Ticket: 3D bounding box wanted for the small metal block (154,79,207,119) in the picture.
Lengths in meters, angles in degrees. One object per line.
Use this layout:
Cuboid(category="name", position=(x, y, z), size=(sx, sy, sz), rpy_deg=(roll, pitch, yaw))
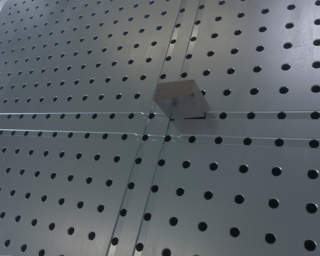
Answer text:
Cuboid(category="small metal block", position=(0.027, -0.035, 0.401), size=(0.050, 0.050, 0.025), rpy_deg=(-2, 61, 27))
